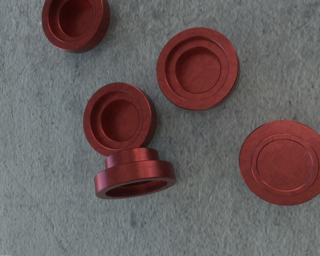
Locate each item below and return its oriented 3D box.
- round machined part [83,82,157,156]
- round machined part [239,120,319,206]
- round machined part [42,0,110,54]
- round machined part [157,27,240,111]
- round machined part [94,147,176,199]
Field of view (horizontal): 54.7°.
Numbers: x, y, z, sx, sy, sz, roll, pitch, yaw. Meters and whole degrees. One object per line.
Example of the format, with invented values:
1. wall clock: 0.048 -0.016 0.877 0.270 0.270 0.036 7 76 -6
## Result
1. round machined part: -0.049 -0.009 0.413 0.098 0.042 0.097 -2 85 20
2. round machined part: 0.140 0.040 0.351 0.098 0.042 0.097 0 90 19
3. round machined part: -0.114 -0.154 0.439 0.098 0.042 0.097 0 90 19
4. round machined part: 0.049 -0.069 0.382 0.098 0.042 0.097 0 90 19
5. round machined part: -0.032 0.055 0.383 0.098 0.098 0.042 -19 67 18
